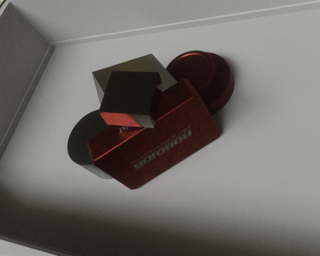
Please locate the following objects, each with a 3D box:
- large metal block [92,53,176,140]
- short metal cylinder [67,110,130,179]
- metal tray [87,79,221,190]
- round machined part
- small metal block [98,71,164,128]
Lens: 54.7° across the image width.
[{"bbox_3d":[-0.027,-0.039,0.379,0.081,0.050,0.080,-22,49,-16],"label":"large metal block"},{"bbox_3d":[-0.074,0.022,0.411,0.080,0.050,0.080,-13,56,20],"label":"short metal cylinder"},{"bbox_3d":[-0.003,0.013,0.354,0.130,0.090,0.030,-33,51,6],"label":"metal tray"},{"bbox_3d":[0.044,-0.063,0.407,0.098,0.042,0.098,-13,56,20],"label":"round machined part"},{"bbox_3d":[-0.028,-0.029,0.313,0.050,0.025,0.050,4,62,15],"label":"small metal block"}]
